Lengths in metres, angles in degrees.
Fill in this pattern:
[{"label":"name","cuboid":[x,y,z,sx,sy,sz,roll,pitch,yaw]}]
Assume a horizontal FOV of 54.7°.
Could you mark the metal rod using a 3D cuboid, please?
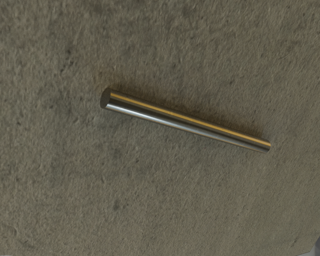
[{"label":"metal rod","cuboid":[0.057,-0.002,0.438,0.302,0.025,0.025,15,110,-35]}]
